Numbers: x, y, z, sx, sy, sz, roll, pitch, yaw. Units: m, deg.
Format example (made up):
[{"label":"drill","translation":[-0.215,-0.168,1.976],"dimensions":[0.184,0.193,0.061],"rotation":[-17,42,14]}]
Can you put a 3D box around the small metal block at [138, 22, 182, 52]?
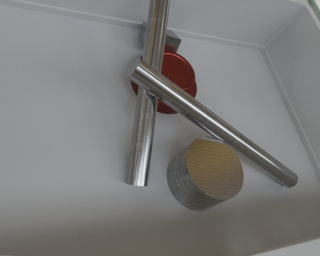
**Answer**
[{"label":"small metal block","translation":[-0.001,-0.138,0.478],"dimensions":[0.050,0.025,0.050],"rotation":[10,28,-23]}]

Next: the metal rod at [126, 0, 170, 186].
[{"label":"metal rod","translation":[-0.009,-0.082,0.375],"dimensions":[0.025,0.025,0.298],"rotation":[10,82,-23]}]

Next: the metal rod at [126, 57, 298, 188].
[{"label":"metal rod","translation":[0.084,0.007,0.399],"dimensions":[0.301,0.025,0.025],"rotation":[32,50,-27]}]

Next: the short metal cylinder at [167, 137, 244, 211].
[{"label":"short metal cylinder","translation":[0.056,0.057,0.386],"dimensions":[0.081,0.050,0.080],"rotation":[14,56,-21]}]

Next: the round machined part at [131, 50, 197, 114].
[{"label":"round machined part","translation":[0.011,-0.072,0.447],"dimensions":[0.099,0.042,0.098],"rotation":[14,56,-21]}]
